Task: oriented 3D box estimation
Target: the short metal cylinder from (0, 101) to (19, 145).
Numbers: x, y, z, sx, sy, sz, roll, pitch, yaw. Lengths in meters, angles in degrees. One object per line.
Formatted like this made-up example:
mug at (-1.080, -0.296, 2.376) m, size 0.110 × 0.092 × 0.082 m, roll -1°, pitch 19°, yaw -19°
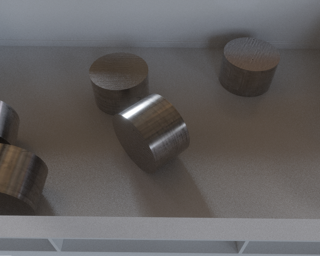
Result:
short metal cylinder at (-0.211, 0.008, 0.361) m, size 0.081 × 0.080 × 0.050 m, roll -7°, pitch 51°, yaw -6°

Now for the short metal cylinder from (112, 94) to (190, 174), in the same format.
short metal cylinder at (-0.011, 0.007, 0.364) m, size 0.050 × 0.080 × 0.080 m, roll -34°, pitch 58°, yaw -25°

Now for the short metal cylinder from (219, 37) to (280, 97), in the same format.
short metal cylinder at (0.133, -0.092, 0.467) m, size 0.080 × 0.050 × 0.080 m, roll 0°, pitch 50°, yaw 0°

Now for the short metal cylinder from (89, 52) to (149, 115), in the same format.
short metal cylinder at (-0.056, -0.063, 0.441) m, size 0.080 × 0.050 × 0.080 m, roll 0°, pitch 50°, yaw 0°

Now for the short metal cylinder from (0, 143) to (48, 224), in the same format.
short metal cylinder at (-0.163, 0.059, 0.318) m, size 0.080 × 0.080 × 0.050 m, roll 1°, pitch 50°, yaw 1°
